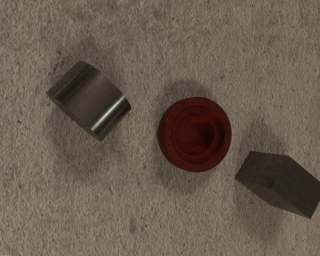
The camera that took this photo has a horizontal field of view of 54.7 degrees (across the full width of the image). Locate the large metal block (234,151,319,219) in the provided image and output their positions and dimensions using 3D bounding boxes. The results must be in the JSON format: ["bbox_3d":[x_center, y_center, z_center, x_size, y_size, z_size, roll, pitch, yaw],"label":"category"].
[{"bbox_3d":[0.170,0.079,0.445,0.080,0.080,0.050,37,78,-17],"label":"large metal block"}]

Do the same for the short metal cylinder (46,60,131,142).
[{"bbox_3d":[-0.080,-0.029,0.351,0.080,0.080,0.050,44,76,-15],"label":"short metal cylinder"}]

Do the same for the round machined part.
[{"bbox_3d":[0.043,0.008,0.417,0.099,0.042,0.097,0,90,-21],"label":"round machined part"}]
